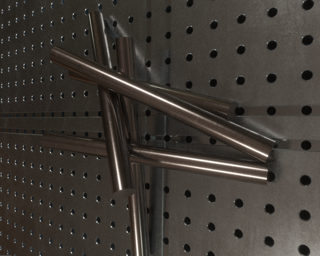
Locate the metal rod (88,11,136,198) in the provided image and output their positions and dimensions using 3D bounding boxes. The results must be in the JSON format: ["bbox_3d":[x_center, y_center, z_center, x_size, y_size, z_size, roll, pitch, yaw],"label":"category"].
[{"bbox_3d":[-0.070,-0.052,0.413,0.025,0.025,0.299,-38,51,33],"label":"metal rod"}]

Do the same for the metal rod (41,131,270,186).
[{"bbox_3d":[-0.024,0.032,0.380,0.301,0.025,0.025,6,94,25],"label":"metal rod"}]

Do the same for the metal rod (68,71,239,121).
[{"bbox_3d":[-0.032,-0.055,0.433,0.300,0.025,0.025,19,102,38],"label":"metal rod"}]

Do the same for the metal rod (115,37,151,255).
[{"bbox_3d":[-0.035,0.032,0.415,0.025,0.025,0.298,0,97,39],"label":"metal rod"}]

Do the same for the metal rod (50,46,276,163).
[{"bbox_3d":[-0.014,-0.038,0.366,0.301,0.025,0.025,26,107,21],"label":"metal rod"}]
